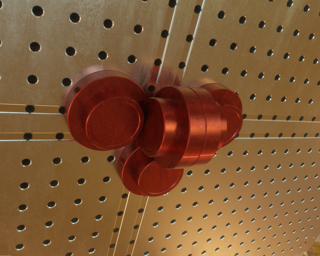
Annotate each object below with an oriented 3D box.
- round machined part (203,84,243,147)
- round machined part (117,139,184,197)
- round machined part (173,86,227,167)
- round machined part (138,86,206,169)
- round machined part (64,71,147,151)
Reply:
[{"bbox_3d":[0.077,-0.010,0.437,0.099,0.042,0.097,-14,125,-21],"label":"round machined part"},{"bbox_3d":[-0.006,0.057,0.433,0.099,0.042,0.097,-14,125,-21],"label":"round machined part"},{"bbox_3d":[0.045,-0.002,0.382,0.042,0.098,0.097,-1,119,-29],"label":"round machined part"},{"bbox_3d":[0.006,-0.001,0.360,0.042,0.098,0.097,1,118,-30],"label":"round machined part"},{"bbox_3d":[-0.058,-0.014,0.361,0.099,0.042,0.097,-14,125,-21],"label":"round machined part"}]
